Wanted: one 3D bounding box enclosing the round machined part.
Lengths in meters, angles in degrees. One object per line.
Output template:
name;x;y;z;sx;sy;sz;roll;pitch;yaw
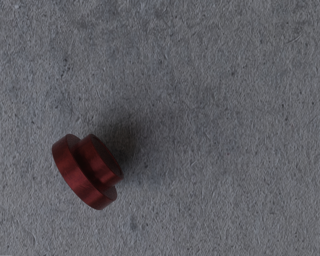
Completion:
round machined part;-0.080;0.046;0.373;0.042;0.098;0.098;-36;90;0
